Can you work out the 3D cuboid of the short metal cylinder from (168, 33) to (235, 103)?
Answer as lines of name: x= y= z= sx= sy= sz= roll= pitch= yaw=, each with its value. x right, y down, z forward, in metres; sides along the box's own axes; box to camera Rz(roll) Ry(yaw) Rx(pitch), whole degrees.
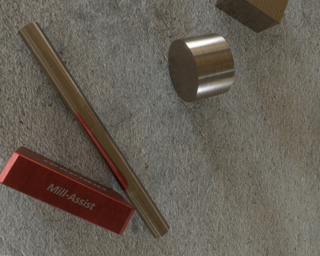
short metal cylinder: x=0.051 y=-0.077 z=0.398 sx=0.050 sy=0.080 sz=0.080 roll=-16 pitch=96 yaw=-19

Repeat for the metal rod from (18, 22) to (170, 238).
metal rod: x=-0.074 y=0.011 z=0.381 sx=0.025 sy=0.025 sz=0.299 roll=-35 pitch=101 yaw=-17

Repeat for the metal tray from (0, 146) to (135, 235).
metal tray: x=-0.100 y=0.065 z=0.337 sx=0.131 sy=0.090 sz=0.030 roll=30 pitch=80 yaw=-18

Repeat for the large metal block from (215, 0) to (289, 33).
large metal block: x=0.139 y=-0.198 z=0.446 sx=0.080 sy=0.050 sz=0.080 roll=25 pitch=82 yaw=-19
